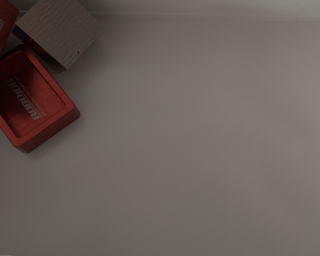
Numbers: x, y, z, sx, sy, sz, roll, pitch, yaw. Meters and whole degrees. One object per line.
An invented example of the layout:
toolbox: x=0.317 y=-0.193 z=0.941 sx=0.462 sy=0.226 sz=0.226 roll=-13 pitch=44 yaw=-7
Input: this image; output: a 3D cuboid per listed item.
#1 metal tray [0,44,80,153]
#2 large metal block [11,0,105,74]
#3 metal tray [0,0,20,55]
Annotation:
metal tray: x=-0.184 y=-0.042 z=0.419 sx=0.090 sy=0.030 sz=0.130 roll=-38 pitch=75 yaw=-13
large metal block: x=-0.138 y=-0.133 z=0.423 sx=0.080 sy=0.050 sz=0.080 roll=44 pitch=72 yaw=-24
metal tray: x=-0.241 y=-0.106 z=0.404 sx=0.090 sy=0.030 sz=0.130 roll=-18 pitch=51 yaw=26
